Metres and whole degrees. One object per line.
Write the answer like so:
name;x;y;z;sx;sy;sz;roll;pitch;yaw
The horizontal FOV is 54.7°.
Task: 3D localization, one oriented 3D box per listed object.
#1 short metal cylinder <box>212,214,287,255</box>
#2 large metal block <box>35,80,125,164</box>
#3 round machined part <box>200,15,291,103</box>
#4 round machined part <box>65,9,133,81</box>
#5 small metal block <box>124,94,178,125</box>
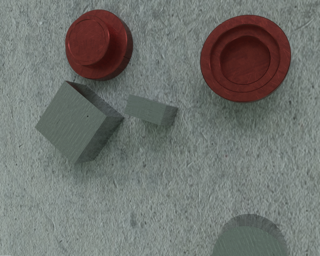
short metal cylinder;0.105;0.146;0.358;0.080;0.050;0.079;0;90;19
large metal block;-0.112;-0.008;0.434;0.080;0.050;0.080;39;102;15
round machined part;0.100;-0.078;0.364;0.098;0.042;0.097;0;90;19
round machined part;-0.091;-0.117;0.431;0.098;0.042;0.097;0;90;19
small metal block;-0.010;-0.023;0.398;0.050;0.050;0.025;18;96;18
